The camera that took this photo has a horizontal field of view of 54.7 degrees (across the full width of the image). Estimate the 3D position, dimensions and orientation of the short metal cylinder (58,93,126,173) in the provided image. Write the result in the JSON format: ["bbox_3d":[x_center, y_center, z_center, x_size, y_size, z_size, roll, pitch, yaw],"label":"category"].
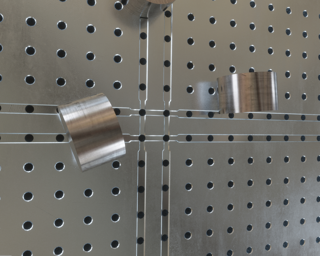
[{"bbox_3d":[-0.079,0.005,0.355,0.050,0.080,0.080,-20,97,-19],"label":"short metal cylinder"}]

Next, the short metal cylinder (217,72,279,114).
[{"bbox_3d":[0.121,-0.047,0.430,0.081,0.080,0.050,-5,92,-20],"label":"short metal cylinder"}]

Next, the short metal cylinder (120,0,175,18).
[{"bbox_3d":[-0.012,-0.189,0.395,0.081,0.050,0.079,0,90,-21],"label":"short metal cylinder"}]
